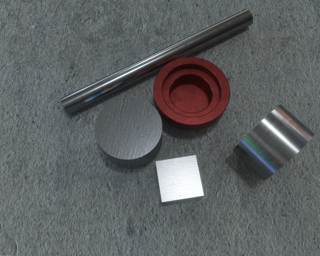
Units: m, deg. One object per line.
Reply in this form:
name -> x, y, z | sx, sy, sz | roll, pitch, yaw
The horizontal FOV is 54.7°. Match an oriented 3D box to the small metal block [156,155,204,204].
small metal block -> 0.023, 0.064, 0.385 | 0.050, 0.025, 0.050 | -8, 70, -3

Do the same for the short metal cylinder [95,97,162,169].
short metal cylinder -> -0.037, 0.007, 0.392 | 0.081, 0.050, 0.080 | 0, 70, 0

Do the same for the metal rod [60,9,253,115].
metal rod -> 0.002, -0.098, 0.443 | 0.302, 0.025, 0.025 | -28, 73, -10

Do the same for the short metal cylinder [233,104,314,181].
short metal cylinder -> 0.135, 0.017, 0.373 | 0.080, 0.080, 0.050 | -40, 75, -13

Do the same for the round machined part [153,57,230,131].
round machined part -> 0.040, -0.042, 0.415 | 0.099, 0.042, 0.098 | 0, 70, 0
